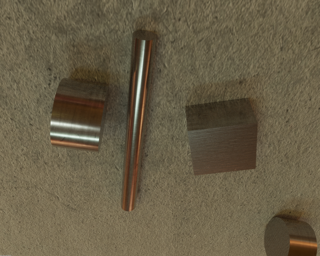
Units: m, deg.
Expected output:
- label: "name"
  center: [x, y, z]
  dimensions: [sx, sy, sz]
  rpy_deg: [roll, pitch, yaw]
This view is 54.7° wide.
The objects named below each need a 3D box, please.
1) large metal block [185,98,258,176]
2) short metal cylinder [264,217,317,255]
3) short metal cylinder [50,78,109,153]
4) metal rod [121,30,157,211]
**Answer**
- label: "large metal block"
  center: [0.079, 0.012, 0.402]
  dimensions: [0.080, 0.050, 0.080]
  rpy_deg: [-7, 130, 6]
- label: "short metal cylinder"
  center: [0.227, 0.201, 0.545]
  dimensions: [0.050, 0.080, 0.079]
  rpy_deg: [11, 129, -9]
- label: "short metal cylinder"
  center: [-0.090, -0.014, 0.358]
  dimensions: [0.050, 0.080, 0.079]
  rpy_deg: [9, 130, -8]
- label: "metal rod"
  center: [-0.034, 0.015, 0.419]
  dimensions: [0.025, 0.025, 0.298]
  rpy_deg: [5, 130, -5]
